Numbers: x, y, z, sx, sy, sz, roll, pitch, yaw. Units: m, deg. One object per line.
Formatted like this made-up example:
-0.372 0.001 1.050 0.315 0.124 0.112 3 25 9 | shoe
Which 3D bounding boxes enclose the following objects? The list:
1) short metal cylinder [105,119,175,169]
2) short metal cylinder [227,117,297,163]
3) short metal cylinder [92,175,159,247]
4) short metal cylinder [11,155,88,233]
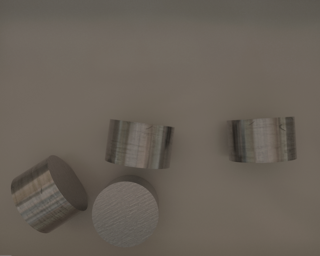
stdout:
-0.025 0.019 0.384 0.080 0.080 0.050 7 90 0 | short metal cylinder
0.125 0.013 0.385 0.080 0.080 0.050 -3 90 0 | short metal cylinder
-0.042 0.104 0.398 0.081 0.050 0.080 0 90 0 | short metal cylinder
-0.134 0.081 0.383 0.050 0.080 0.080 -33 90 0 | short metal cylinder
